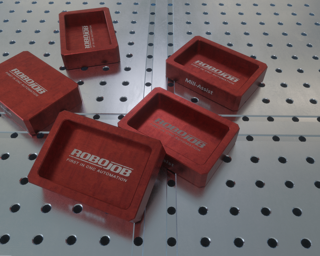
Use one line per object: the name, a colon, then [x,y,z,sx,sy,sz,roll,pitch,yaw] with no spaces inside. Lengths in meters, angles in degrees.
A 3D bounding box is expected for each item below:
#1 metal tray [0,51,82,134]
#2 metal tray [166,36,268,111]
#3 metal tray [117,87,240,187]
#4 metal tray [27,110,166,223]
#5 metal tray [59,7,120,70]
metal tray: [-0.190,-0.056,0.451,0.130,0.030,0.090,33,57,24]
metal tray: [0.085,-0.089,0.479,0.130,0.030,0.090,31,56,23]
metal tray: [0.023,0.006,0.399,0.130,0.030,0.090,28,55,22]
metal tray: [-0.069,0.041,0.349,0.130,0.030,0.090,17,73,14]
metal tray: [-0.124,-0.159,0.537,0.091,0.030,0.130,-10,51,-9]
